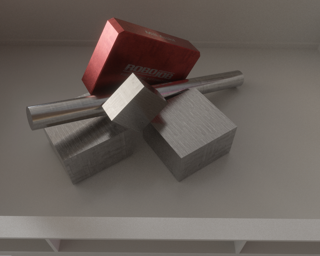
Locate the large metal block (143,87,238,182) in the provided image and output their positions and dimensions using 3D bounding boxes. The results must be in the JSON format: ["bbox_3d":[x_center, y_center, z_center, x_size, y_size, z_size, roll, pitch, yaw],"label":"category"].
[{"bbox_3d":[0.034,0.006,0.383,0.081,0.050,0.080,-27,55,-21],"label":"large metal block"}]

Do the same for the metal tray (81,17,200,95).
[{"bbox_3d":[-0.021,-0.077,0.390,0.131,0.089,0.030,1,42,-43],"label":"metal tray"}]

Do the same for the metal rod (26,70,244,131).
[{"bbox_3d":[-0.006,-0.042,0.390,0.303,0.025,0.025,-15,50,-32],"label":"metal rod"}]

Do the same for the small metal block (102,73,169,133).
[{"bbox_3d":[-0.027,-0.026,0.345,0.050,0.050,0.025,-45,56,11],"label":"small metal block"}]

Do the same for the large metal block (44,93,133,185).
[{"bbox_3d":[-0.090,0.008,0.376,0.081,0.050,0.080,-27,55,-21],"label":"large metal block"}]
